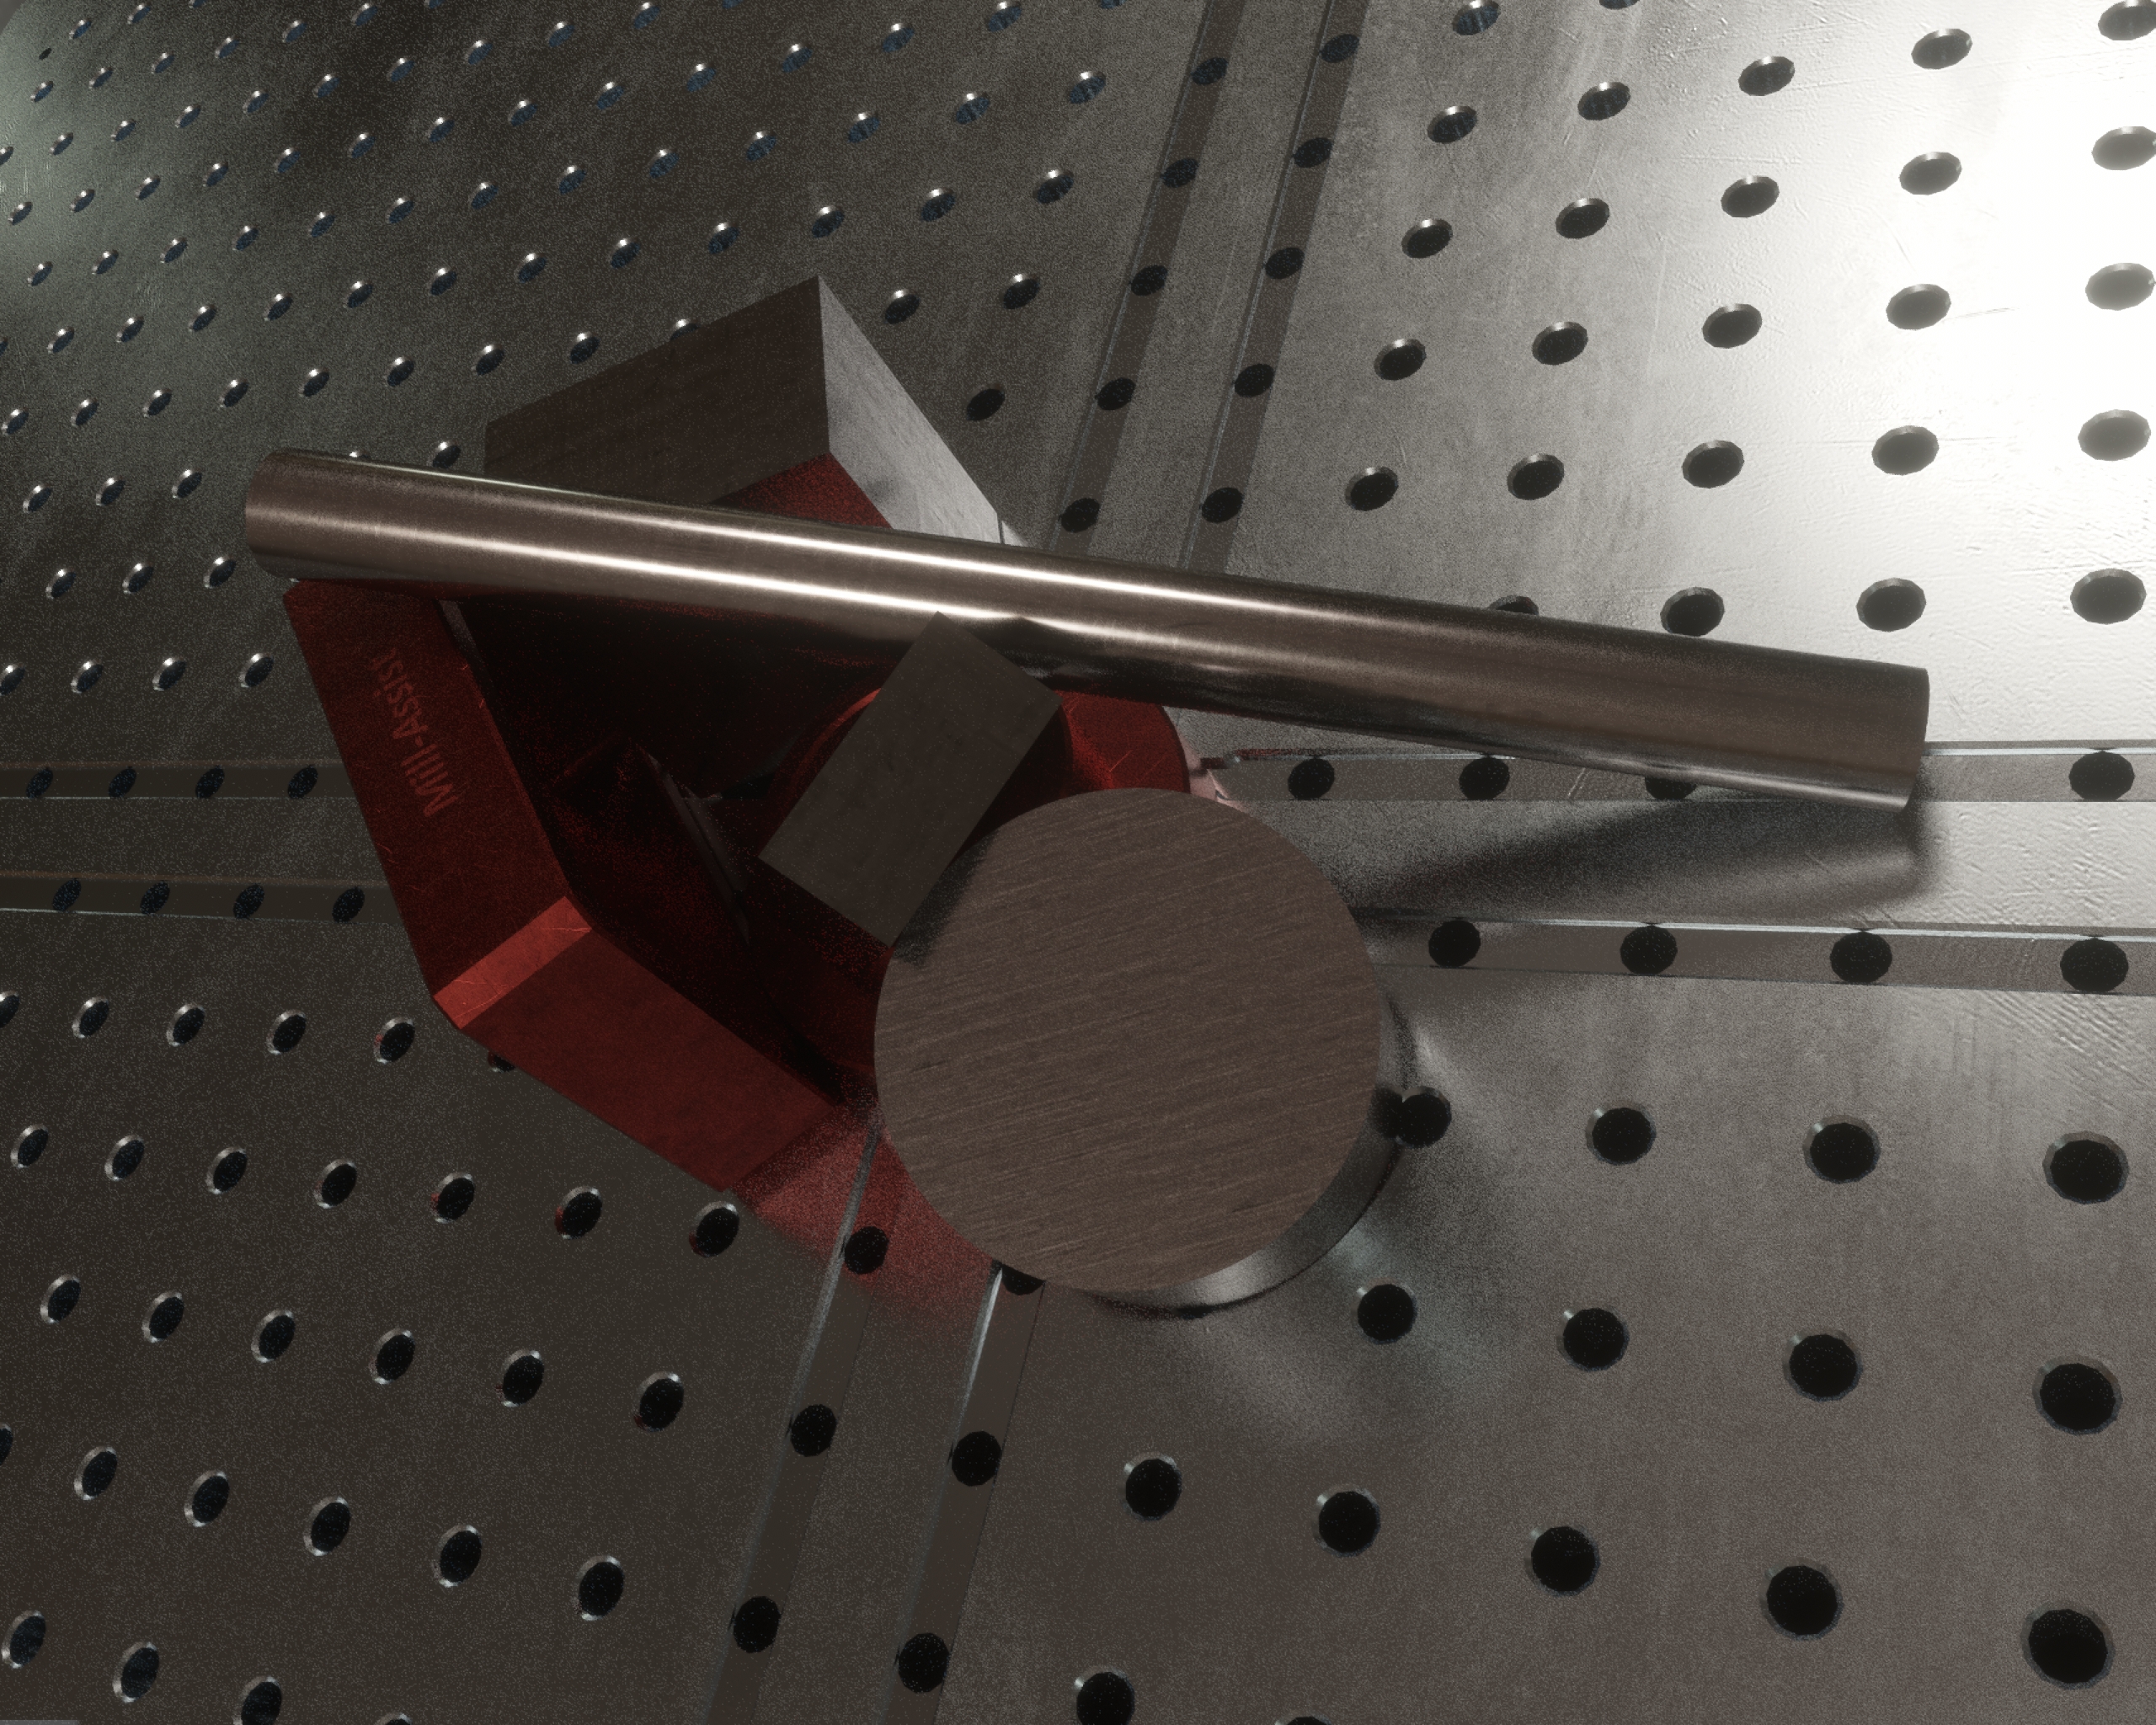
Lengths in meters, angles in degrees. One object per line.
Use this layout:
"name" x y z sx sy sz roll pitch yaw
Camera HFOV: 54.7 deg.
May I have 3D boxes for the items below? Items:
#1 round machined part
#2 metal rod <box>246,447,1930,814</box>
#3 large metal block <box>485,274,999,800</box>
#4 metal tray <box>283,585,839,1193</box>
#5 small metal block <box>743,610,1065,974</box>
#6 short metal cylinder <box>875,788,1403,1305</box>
"round machined part" -0.024 -0.003 0.414 0.098 0.042 0.098 -13 56 20
"metal rod" -0.007 -0.044 0.376 0.301 0.025 0.025 9 65 10
"large metal block" -0.069 -0.066 0.446 0.080 0.080 0.050 -19 55 16
"metal tray" -0.105 -0.003 0.421 0.030 0.090 0.130 -38 51 3
"small metal block" -0.031 -0.010 0.357 0.025 0.050 0.050 35 76 -5
"short metal cylinder" 0.012 0.033 0.349 0.080 0.050 0.080 -3 74 12
